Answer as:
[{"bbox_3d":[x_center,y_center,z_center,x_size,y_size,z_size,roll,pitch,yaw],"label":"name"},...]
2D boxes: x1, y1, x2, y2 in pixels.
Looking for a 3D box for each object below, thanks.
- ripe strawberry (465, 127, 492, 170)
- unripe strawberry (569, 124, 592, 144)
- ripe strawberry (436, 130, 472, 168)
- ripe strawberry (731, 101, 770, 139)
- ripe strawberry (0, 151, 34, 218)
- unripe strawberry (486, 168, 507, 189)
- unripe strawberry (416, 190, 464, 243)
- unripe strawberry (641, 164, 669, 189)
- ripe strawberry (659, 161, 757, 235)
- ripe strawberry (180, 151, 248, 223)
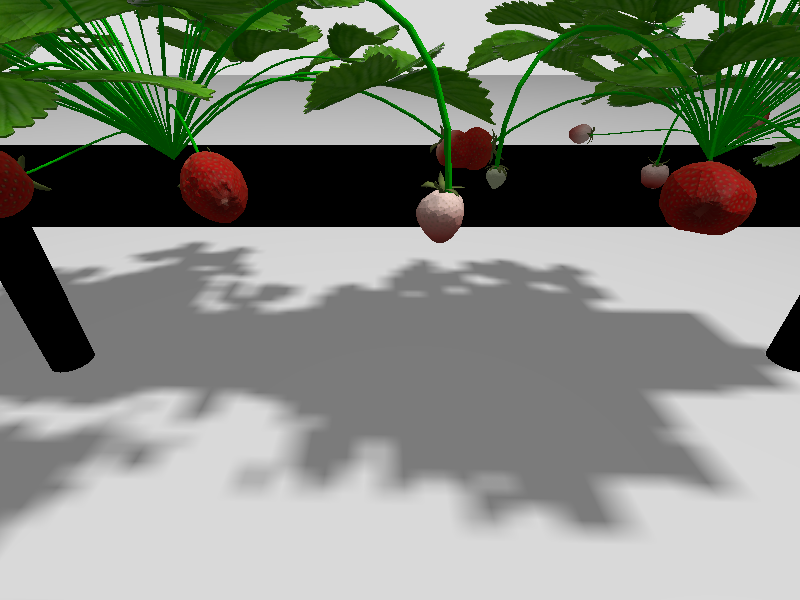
[{"bbox_3d":[0.052,-0.112,0.297,0.032,0.031,0.029,-9,32,-6],"label":"ripe strawberry"},{"bbox_3d":[0.176,-0.162,0.391,0.020,0.017,0.020,22,37,33],"label":"unripe strawberry"},{"bbox_3d":[0.041,-0.109,0.293,0.028,0.027,0.030,35,31,-10],"label":"ripe strawberry"},{"bbox_3d":[0.367,-0.192,0.425,0.037,0.039,0.040,26,39,36],"label":"ripe strawberry"},{"bbox_3d":[-0.213,-0.058,0.203,0.034,0.036,0.037,5,32,8],"label":"ripe strawberry"},{"bbox_3d":[0.052,-0.066,0.216,0.011,0.011,0.011,-18,35,-27],"label":"unripe strawberry"},{"bbox_3d":[0.018,-0.037,0.176,0.020,0.024,0.024,24,38,34],"label":"unripe strawberry"},{"bbox_3d":[0.162,-0.079,0.255,0.015,0.015,0.016,-26,39,-36],"label":"unripe strawberry"},{"bbox_3d":[0.138,-0.045,0.180,0.036,0.031,0.036,20,37,30],"label":"ripe strawberry"},{"bbox_3d":[-0.088,-0.053,0.192,0.030,0.034,0.032,-18,41,-28],"label":"ripe strawberry"}]
